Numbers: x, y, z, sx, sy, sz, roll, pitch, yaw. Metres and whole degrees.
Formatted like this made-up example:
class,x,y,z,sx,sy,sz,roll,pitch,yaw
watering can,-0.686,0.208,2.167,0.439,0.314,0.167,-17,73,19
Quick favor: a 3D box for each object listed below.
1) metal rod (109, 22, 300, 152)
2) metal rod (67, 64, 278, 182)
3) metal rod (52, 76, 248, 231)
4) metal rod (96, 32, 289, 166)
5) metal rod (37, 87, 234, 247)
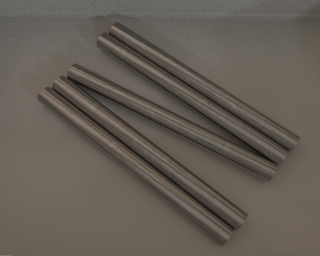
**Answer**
class,x,y,z,sx,sy,sz,roll,pitch,yaw
metal rod,0.053,-0.062,0.431,0.300,0.025,0.025,35,74,12
metal rod,0.009,-0.011,0.412,0.301,0.025,0.025,27,72,9
metal rod,-0.021,0.025,0.399,0.300,0.025,0.025,36,74,12
metal rod,0.036,-0.045,0.425,0.300,0.025,0.025,35,74,12
metal rod,-0.039,0.041,0.393,0.300,0.025,0.025,36,74,12
